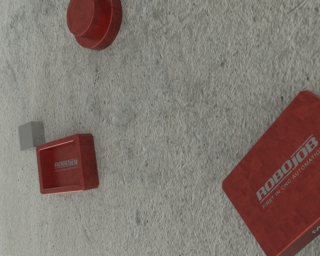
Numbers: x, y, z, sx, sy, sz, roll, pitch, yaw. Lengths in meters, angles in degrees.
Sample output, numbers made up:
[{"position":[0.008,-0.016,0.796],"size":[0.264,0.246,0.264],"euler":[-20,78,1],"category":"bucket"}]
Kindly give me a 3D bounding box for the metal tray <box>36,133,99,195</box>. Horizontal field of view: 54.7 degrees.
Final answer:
[{"position":[-0.162,0.064,0.532],"size":[0.130,0.030,0.090],"euler":[-14,81,38],"category":"metal tray"}]

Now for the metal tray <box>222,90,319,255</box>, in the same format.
[{"position":[0.124,0.043,0.281],"size":[0.129,0.030,0.090],"euler":[-56,40,24],"category":"metal tray"}]

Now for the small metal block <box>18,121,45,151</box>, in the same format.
[{"position":[-0.253,0.017,0.609],"size":[0.050,0.025,0.050],"euler":[-15,81,38],"category":"small metal block"}]

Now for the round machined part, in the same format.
[{"position":[-0.107,-0.173,0.480],"size":[0.098,0.042,0.097],"euler":[0,90,39],"category":"round machined part"}]
